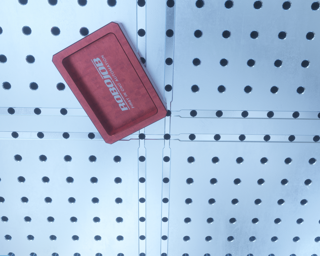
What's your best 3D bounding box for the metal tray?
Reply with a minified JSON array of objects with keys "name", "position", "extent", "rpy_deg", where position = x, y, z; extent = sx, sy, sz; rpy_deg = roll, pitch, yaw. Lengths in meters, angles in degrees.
[{"name":"metal tray","position":[-0.059,-0.055,0.389],"extent":[0.090,0.030,0.130],"rpy_deg":[-27,108,9]}]
